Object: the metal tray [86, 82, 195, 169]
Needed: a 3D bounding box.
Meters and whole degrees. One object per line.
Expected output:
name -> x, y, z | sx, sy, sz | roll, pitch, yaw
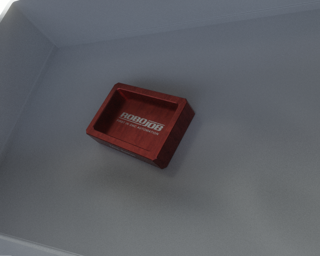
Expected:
metal tray -> -0.029, -0.008, 0.423 | 0.130, 0.030, 0.090 | 18, 71, 35
